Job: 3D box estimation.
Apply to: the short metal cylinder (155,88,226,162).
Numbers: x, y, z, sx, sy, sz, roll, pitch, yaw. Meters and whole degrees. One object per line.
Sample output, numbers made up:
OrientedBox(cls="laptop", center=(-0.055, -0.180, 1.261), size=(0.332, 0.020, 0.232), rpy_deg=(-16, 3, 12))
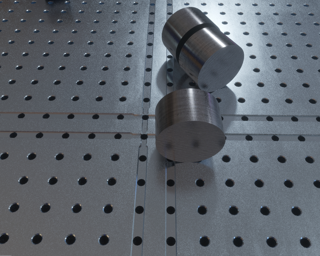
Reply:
OrientedBox(cls="short metal cylinder", center=(0.035, -0.001, 0.373), size=(0.081, 0.080, 0.050), rpy_deg=(-1, 50, -1))

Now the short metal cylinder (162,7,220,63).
OrientedBox(cls="short metal cylinder", center=(0.050, -0.143, 0.492), size=(0.081, 0.080, 0.050), rpy_deg=(-20, 53, -16))

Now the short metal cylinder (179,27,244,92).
OrientedBox(cls="short metal cylinder", center=(0.075, -0.100, 0.456), size=(0.081, 0.080, 0.050), rpy_deg=(-23, 54, -18))
